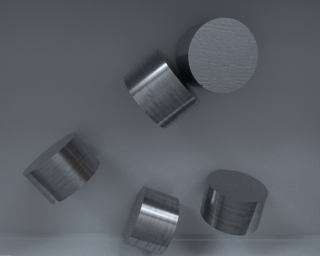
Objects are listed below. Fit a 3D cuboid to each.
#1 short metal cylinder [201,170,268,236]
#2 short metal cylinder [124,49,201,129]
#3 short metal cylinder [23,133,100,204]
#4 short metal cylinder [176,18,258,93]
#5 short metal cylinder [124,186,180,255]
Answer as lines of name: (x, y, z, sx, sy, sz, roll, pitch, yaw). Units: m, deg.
short metal cylinder: (0.099, 0.098, 0.419, 0.081, 0.080, 0.050, 8, 110, -3)
short metal cylinder: (0.003, -0.046, 0.365, 0.050, 0.080, 0.080, -38, 106, 13)
short metal cylinder: (-0.126, 0.051, 0.399, 0.080, 0.080, 0.050, -33, 107, 11)
short metal cylinder: (0.064, -0.082, 0.358, 0.081, 0.050, 0.079, -2, 101, -12)
short metal cylinder: (-0.012, 0.127, 0.429, 0.050, 0.080, 0.079, 22, 109, -8)
